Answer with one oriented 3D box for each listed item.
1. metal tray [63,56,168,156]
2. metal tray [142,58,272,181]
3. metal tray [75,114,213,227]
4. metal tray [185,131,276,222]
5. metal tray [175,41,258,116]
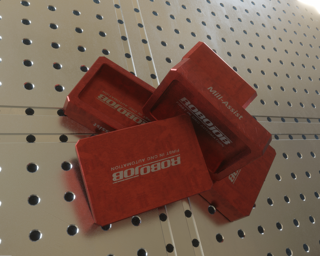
[{"bbox_3d":[-0.043,-0.025,0.398,0.130,0.030,0.090,31,51,-8],"label":"metal tray"},{"bbox_3d":[0.049,-0.006,0.359,0.130,0.090,0.030,44,51,1],"label":"metal tray"},{"bbox_3d":[-0.017,0.043,0.340,0.131,0.030,0.090,-14,79,-19],"label":"metal tray"},{"bbox_3d":[0.101,0.050,0.429,0.090,0.030,0.131,42,51,0],"label":"metal tray"},{"bbox_3d":[0.061,-0.049,0.406,0.090,0.130,0.030,43,79,1],"label":"metal tray"}]
